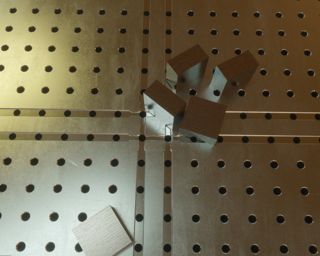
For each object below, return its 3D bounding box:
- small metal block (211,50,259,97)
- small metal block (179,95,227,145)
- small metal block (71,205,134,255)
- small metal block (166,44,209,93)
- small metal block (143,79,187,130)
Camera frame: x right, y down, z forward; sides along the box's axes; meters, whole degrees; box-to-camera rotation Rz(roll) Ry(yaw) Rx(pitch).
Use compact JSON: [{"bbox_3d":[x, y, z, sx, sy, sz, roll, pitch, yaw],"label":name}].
[{"bbox_3d":[0.102,-0.074,0.427,0.050,0.050,0.025,-28,73,-10],"label":"small metal block"},{"bbox_3d":[0.057,-0.011,0.416,0.050,0.025,0.050,18,71,6],"label":"small metal block"},{"bbox_3d":[-0.067,0.127,0.365,0.050,0.025,0.050,-32,73,-11],"label":"small metal block"},{"bbox_3d":[0.037,-0.082,0.429,0.050,0.050,0.025,-32,74,-11],"label":"small metal block"},{"bbox_3d":[0.006,-0.029,0.409,0.050,0.050,0.025,39,75,12],"label":"small metal block"}]
